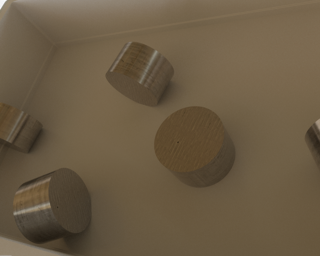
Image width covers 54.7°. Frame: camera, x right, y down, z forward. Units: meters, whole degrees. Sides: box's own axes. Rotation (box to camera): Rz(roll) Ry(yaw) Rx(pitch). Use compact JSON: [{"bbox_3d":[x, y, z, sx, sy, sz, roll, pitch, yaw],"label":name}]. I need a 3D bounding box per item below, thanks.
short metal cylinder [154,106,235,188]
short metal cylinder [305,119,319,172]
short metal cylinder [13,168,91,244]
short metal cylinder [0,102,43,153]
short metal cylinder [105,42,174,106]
[{"bbox_3d":[0.040,0.022,0.355,0.080,0.050,0.080,-13,56,21],"label":"short metal cylinder"},{"bbox_3d":[0.176,0.018,0.267,0.080,0.080,0.050,-21,54,16],"label":"short metal cylinder"},{"bbox_3d":[-0.129,0.095,0.380,0.050,0.080,0.080,-22,54,15],"label":"short metal cylinder"},{"bbox_3d":[-0.238,0.001,0.495,0.080,0.080,0.050,10,67,32],"label":"short metal cylinder"},{"bbox_3d":[-0.028,-0.073,0.430,0.080,0.080,0.050,18,71,35],"label":"short metal cylinder"}]
